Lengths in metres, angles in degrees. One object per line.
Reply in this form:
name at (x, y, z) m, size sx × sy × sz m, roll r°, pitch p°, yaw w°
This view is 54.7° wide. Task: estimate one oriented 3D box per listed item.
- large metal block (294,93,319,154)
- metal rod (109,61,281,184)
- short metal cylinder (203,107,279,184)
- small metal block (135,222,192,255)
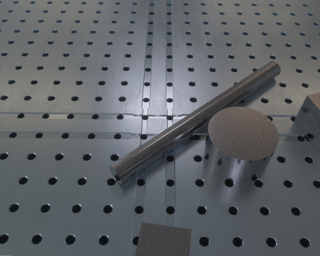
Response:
large metal block at (0.238, -0.006, 0.398) m, size 0.081 × 0.050 × 0.080 m, roll -14°, pitch 51°, yaw -11°
metal rod at (0.063, -0.019, 0.424) m, size 0.302 × 0.025 × 0.025 m, roll -33°, pitch 57°, yaw -25°
short metal cylinder at (0.096, 0.020, 0.375) m, size 0.081 × 0.050 × 0.080 m, roll 0°, pitch 50°, yaw 0°
small metal block at (0.003, 0.125, 0.303) m, size 0.050 × 0.025 × 0.050 m, roll 7°, pitch 50°, yaw 5°
